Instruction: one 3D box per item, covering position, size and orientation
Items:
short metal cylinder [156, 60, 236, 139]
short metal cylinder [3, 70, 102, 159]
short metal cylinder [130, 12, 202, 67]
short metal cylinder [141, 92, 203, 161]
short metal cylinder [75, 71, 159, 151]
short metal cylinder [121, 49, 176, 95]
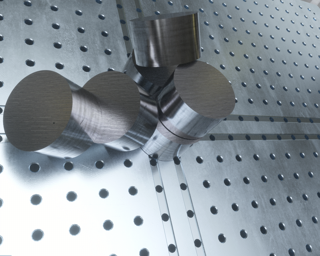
[{"bbox_3d":[0.041,-0.033,0.368,0.081,0.050,0.080,13,56,-21],"label":"short metal cylinder"},{"bbox_3d":[-0.107,-0.012,0.314,0.050,0.080,0.080,34,33,-65],"label":"short metal cylinder"},{"bbox_3d":[0.008,-0.107,0.369,0.081,0.080,0.050,-27,120,-37],"label":"short metal cylinder"},{"bbox_3d":[0.013,-0.004,0.400,0.081,0.050,0.080,14,56,-21],"label":"short metal cylinder"},{"bbox_3d":[-0.048,-0.017,0.348,0.050,0.080,0.080,33,34,-65],"label":"short metal cylinder"},{"bbox_3d":[-0.010,-0.075,0.432,0.081,0.050,0.080,13,56,-21],"label":"short metal cylinder"}]
